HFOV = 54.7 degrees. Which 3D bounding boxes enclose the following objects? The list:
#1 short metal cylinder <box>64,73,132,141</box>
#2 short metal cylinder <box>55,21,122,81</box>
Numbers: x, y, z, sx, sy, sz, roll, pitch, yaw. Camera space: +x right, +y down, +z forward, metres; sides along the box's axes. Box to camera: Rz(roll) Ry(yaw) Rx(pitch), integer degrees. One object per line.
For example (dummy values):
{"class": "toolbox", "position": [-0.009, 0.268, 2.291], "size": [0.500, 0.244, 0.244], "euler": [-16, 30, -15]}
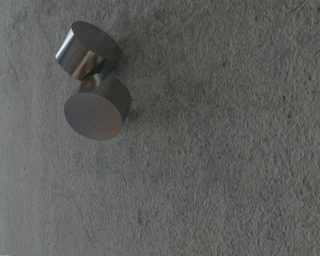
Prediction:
{"class": "short metal cylinder", "position": [-0.085, -0.029, 0.431], "size": [0.080, 0.050, 0.079], "euler": [6, 129, 8]}
{"class": "short metal cylinder", "position": [-0.104, -0.110, 0.455], "size": [0.050, 0.081, 0.080], "euler": [-47, 62, 30]}
